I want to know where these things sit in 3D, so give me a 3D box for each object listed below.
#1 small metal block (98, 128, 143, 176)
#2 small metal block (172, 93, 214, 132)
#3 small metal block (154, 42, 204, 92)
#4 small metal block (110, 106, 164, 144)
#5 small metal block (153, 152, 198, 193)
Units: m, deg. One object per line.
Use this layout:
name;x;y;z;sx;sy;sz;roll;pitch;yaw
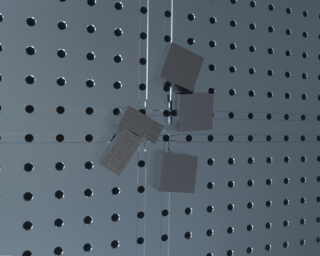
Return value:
small metal block;-0.050;0.028;0.380;0.025;0.050;0.050;35;80;-12
small metal block;0.045;-0.023;0.426;0.050;0.025;0.050;-3;102;-20
small metal block;0.026;-0.081;0.423;0.050;0.025;0.050;21;83;-19
small metal block;-0.030;-0.003;0.389;0.050;0.050;0.025;30;80;-18
small metal block;0.021;0.060;0.422;0.050;0.025;0.050;8;88;-20
